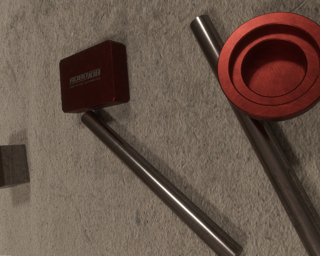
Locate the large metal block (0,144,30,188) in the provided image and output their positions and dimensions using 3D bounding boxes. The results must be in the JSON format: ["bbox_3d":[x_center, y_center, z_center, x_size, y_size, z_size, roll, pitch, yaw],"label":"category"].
[{"bbox_3d":[-0.321,0.083,0.649,0.080,0.050,0.080,-19,78,38],"label":"large metal block"}]

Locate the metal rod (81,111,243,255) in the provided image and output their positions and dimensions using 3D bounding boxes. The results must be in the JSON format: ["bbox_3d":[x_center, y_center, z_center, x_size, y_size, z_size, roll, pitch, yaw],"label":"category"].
[{"bbox_3d":[-0.017,0.061,0.416,0.300,0.025,0.025,38,113,33],"label":"metal rod"}]

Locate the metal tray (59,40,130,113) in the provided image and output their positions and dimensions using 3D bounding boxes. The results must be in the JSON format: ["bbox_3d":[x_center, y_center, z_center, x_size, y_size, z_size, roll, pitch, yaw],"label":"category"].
[{"bbox_3d":[-0.107,-0.076,0.487,0.130,0.030,0.089,-8,85,39],"label":"metal tray"}]

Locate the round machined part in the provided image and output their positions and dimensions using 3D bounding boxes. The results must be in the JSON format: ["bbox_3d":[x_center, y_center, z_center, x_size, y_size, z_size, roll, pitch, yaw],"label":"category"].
[{"bbox_3d":[0.107,-0.054,0.292,0.098,0.042,0.097,-4,79,21],"label":"round machined part"}]

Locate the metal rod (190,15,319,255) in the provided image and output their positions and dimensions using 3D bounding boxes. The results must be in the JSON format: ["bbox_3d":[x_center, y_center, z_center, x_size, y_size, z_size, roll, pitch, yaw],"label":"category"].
[{"bbox_3d":[0.103,0.007,0.319,0.025,0.025,0.299,-36,68,34],"label":"metal rod"}]
